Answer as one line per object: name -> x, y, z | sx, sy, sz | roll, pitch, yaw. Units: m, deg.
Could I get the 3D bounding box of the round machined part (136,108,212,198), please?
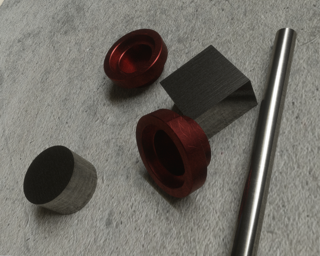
round machined part -> 0.018, 0.024, 0.344 | 0.042, 0.097, 0.098 | -25, 44, -30

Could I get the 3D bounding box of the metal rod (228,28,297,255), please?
metal rod -> 0.114, 0.013, 0.335 | 0.025, 0.025, 0.300 | 5, 64, 30

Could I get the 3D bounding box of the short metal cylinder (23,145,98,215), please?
short metal cylinder -> -0.132, 0.070, 0.414 | 0.080, 0.050, 0.080 | -13, 56, 21

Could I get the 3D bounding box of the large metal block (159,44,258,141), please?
large metal block -> 0.059, -0.043, 0.383 | 0.080, 0.050, 0.080 | -36, 51, 4

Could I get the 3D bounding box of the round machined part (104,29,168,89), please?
round machined part -> -0.033, -0.100, 0.472 | 0.098, 0.042, 0.098 | -13, 56, 21
